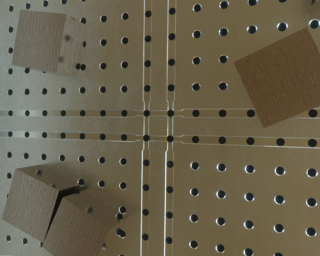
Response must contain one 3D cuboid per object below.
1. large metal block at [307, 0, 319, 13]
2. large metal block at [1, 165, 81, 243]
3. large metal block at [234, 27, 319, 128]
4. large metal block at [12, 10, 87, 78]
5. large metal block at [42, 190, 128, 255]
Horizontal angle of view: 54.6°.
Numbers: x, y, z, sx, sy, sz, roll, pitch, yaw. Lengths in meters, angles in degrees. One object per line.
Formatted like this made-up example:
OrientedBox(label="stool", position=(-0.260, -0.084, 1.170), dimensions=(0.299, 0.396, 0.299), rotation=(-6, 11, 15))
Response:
OrientedBox(label="large metal block", position=(0.200, -0.179, 0.329), dimensions=(0.080, 0.050, 0.080), rotation=(-6, 88, 20))
OrientedBox(label="large metal block", position=(-0.177, 0.109, 0.463), dimensions=(0.080, 0.050, 0.080), rotation=(20, 97, 19))
OrientedBox(label="large metal block", position=(0.140, -0.052, 0.350), dimensions=(0.080, 0.050, 0.080), rotation=(-24, 82, 18))
OrientedBox(label="large metal block", position=(-0.162, -0.123, 0.457), dimensions=(0.080, 0.050, 0.080), rotation=(12, 94, 19))
OrientedBox(label="large metal block", position=(-0.106, 0.147, 0.437), dimensions=(0.080, 0.050, 0.080), rotation=(27, 99, 18))
